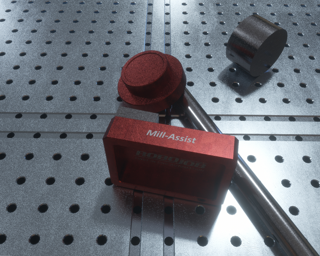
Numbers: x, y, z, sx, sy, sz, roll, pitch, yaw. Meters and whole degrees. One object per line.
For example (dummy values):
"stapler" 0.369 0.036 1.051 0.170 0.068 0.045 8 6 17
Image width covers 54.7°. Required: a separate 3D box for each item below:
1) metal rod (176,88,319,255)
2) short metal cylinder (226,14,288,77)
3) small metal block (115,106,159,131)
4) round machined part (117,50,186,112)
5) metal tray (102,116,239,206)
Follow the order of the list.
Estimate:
"metal rod" 0.084 0.036 0.378 0.025 0.025 0.300 -20 53 -17
"short metal cylinder" 0.150 -0.127 0.481 0.081 0.080 0.050 -30 57 -23
"small metal block" -0.029 0.003 0.389 0.050 0.050 0.025 12 51 9
"round machined part" -0.015 -0.071 0.437 0.098 0.042 0.098 -11 53 15
"metal tray" 0.010 0.038 0.333 0.131 0.089 0.030 10 49 7
